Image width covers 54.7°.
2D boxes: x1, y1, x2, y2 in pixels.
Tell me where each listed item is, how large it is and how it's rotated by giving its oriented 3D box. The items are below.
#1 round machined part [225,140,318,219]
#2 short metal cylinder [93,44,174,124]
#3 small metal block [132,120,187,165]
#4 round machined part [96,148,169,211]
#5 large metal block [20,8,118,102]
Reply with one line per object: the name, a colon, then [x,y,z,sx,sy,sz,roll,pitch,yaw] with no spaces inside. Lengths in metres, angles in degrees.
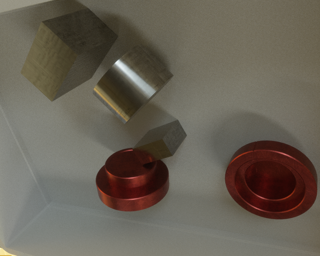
round machined part: [0.130,0.056,0.363,0.098,0.042,0.097,13,124,20]
short metal cylinder: [-0.030,-0.050,0.357,0.050,0.080,0.080,45,129,-3]
small metal block: [0.000,0.018,0.402,0.050,0.050,0.025,-20,108,35]
round machined part: [-0.038,0.062,0.418,0.098,0.098,0.042,10,123,22]
large metal block: [-0.108,-0.089,0.373,0.050,0.080,0.080,43,129,-2]
